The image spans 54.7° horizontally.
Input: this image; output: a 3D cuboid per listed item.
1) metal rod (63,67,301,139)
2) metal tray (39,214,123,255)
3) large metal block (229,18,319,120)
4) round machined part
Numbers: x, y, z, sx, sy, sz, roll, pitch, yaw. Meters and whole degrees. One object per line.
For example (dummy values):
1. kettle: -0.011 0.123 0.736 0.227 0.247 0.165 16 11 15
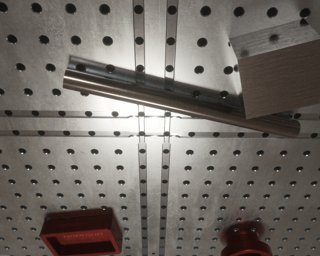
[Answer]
1. metal rod: 0.035 -0.028 0.388 0.302 0.025 0.025 12 129 -11
2. metal tray: -0.144 0.206 0.581 0.131 0.030 0.089 -7 130 5
3. large metal block: 0.126 -0.063 0.343 0.080 0.050 0.080 -13 129 10
4. round machined part: 0.169 0.247 0.614 0.099 0.042 0.097 -1 130 0
